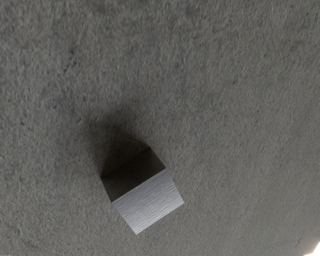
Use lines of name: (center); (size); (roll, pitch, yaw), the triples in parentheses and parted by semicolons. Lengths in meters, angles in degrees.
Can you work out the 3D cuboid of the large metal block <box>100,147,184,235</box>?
large metal block: (-0.023, 0.088, 0.432); (0.080, 0.050, 0.080); (-32, 129, -8)
